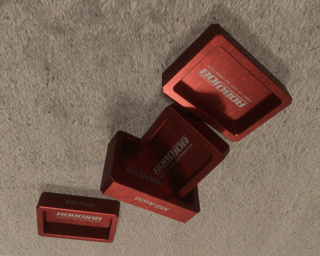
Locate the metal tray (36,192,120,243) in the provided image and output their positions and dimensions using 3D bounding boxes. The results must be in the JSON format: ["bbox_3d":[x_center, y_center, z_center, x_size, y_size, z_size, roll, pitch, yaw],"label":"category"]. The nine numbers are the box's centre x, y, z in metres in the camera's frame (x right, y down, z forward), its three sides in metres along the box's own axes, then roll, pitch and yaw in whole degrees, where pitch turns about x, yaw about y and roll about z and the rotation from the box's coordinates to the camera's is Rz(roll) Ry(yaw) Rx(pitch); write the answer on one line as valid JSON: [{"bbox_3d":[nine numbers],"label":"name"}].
[{"bbox_3d":[-0.140,0.157,0.535,0.131,0.030,0.089,9,130,-8],"label":"metal tray"}]

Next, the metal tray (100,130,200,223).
[{"bbox_3d":[-0.010,0.066,0.420,0.131,0.090,0.030,25,126,-21],"label":"metal tray"}]

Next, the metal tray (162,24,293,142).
[{"bbox_3d":[0.078,-0.046,0.365,0.130,0.030,0.090,33,122,-25],"label":"metal tray"}]

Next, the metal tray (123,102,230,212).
[{"bbox_3d":[0.014,0.041,0.402,0.090,0.030,0.129,44,123,7],"label":"metal tray"}]
